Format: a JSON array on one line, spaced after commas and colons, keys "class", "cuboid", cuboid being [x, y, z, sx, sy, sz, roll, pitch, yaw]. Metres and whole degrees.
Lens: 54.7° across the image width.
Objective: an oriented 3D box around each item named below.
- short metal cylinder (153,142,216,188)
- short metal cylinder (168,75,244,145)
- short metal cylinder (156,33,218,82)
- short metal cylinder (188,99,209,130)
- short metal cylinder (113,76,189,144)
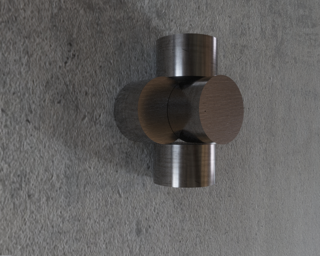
[{"class": "short metal cylinder", "cuboid": [0.032, 0.044, 0.400, 0.081, 0.080, 0.050, 0, 90, -40]}, {"class": "short metal cylinder", "cuboid": [0.056, -0.021, 0.373, 0.081, 0.050, 0.079, 0, 90, -40]}, {"class": "short metal cylinder", "cuboid": [0.035, -0.086, 0.402, 0.081, 0.080, 0.050, 0, 91, -40]}, {"class": "short metal cylinder", "cuboid": [0.052, -0.022, 0.435, 0.081, 0.050, 0.079, 0, 90, -40]}, {"class": "short metal cylinder", "cuboid": [-0.010, -0.021, 0.383, 0.081, 0.050, 0.079, 0, 90, -40]}]
